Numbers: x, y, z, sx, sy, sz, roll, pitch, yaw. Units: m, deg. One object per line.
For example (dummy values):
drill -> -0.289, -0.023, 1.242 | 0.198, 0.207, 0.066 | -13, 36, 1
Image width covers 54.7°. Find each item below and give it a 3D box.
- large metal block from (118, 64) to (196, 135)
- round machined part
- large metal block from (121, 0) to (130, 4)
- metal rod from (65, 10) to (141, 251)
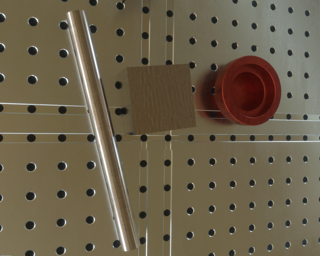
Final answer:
large metal block -> -0.005, -0.036, 0.397 | 0.081, 0.050, 0.079 | -8, 93, -20
round machined part -> 0.122, -0.052, 0.448 | 0.099, 0.042, 0.097 | 0, 90, -20
large metal block -> -0.016, -0.205, 0.377 | 0.080, 0.080, 0.050 | -34, 101, -17
metal rod -> -0.069, 0.007, 0.386 | 0.025, 0.025, 0.298 | -14, 95, -20
